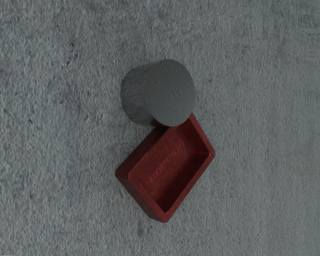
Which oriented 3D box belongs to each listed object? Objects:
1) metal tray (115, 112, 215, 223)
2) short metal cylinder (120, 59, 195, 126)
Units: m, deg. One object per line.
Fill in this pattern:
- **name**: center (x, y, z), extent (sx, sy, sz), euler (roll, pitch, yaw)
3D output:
- **metal tray**: center (0.013, 0.046, 0.412), extent (0.131, 0.030, 0.090), euler (-48, 119, -29)
- **short metal cylinder**: center (-0.002, -0.042, 0.387), extent (0.081, 0.050, 0.080), euler (0, 90, -40)
